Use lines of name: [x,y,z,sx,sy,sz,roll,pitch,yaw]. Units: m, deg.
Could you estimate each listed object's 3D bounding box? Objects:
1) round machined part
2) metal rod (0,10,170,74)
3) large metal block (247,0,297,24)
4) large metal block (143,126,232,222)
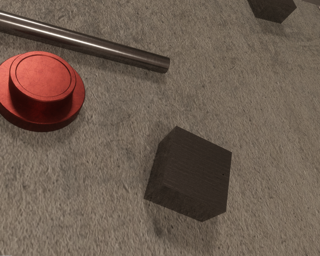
round machined part: [-0.134,-0.048,0.351,0.099,0.042,0.098,14,56,-21]
metal rod: [-0.127,-0.119,0.408,0.302,0.025,0.025,10,57,-23]
large metal block: [0.250,-0.292,0.704,0.081,0.050,0.080,2,61,-28]
large metal block: [0.036,0.056,0.374,0.080,0.050,0.080,25,53,-13]
